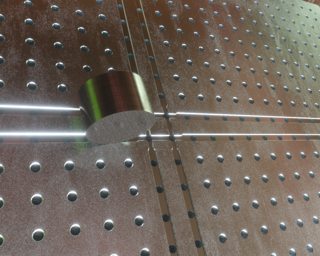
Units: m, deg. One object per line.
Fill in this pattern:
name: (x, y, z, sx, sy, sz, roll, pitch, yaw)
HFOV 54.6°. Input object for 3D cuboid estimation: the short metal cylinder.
short metal cylinder: (-0.050, -0.021, 0.359, 0.081, 0.080, 0.050, -4, 64, -30)
